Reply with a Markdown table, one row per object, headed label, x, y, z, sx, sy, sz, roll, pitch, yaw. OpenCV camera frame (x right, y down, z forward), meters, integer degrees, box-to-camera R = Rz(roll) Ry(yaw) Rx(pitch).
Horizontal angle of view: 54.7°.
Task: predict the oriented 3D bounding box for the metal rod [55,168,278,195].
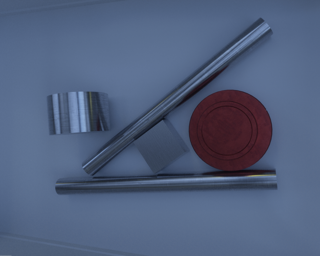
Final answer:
| label | x | y | z | sx | sy | sz | roll | pitch | yaw |
| --- | --- | --- | --- | --- | --- | --- | --- | --- | --- |
| metal rod | -0.006 | 0.073 | 0.410 | 0.301 | 0.025 | 0.025 | -6 | 88 | 19 |

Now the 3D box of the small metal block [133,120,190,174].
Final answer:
| label | x | y | z | sx | sy | sz | roll | pitch | yaw |
| --- | --- | --- | --- | --- | --- | --- | --- | --- | --- |
| small metal block | 0.002 | 0.024 | 0.407 | 0.050 | 0.025 | 0.050 | -37 | 79 | 16 |

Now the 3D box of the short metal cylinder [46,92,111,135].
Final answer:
| label | x | y | z | sx | sy | sz | roll | pitch | yaw |
| --- | --- | --- | --- | --- | --- | --- | --- | --- | --- |
| short metal cylinder | -0.109 | -0.018 | 0.417 | 0.080 | 0.080 | 0.050 | -5 | 89 | 19 |

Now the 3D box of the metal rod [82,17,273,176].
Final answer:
| label | x | y | z | sx | sy | sz | roll | pitch | yaw |
| --- | --- | --- | --- | --- | --- | --- | --- | --- | --- |
| metal rod | 0.012 | -0.031 | 0.404 | 0.300 | 0.025 | 0.025 | -38 | 78 | 15 |

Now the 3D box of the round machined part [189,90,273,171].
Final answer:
| label | x | y | z | sx | sy | sz | roll | pitch | yaw |
| --- | --- | --- | --- | --- | --- | --- | --- | --- | --- |
| round machined part | 0.082 | 0.003 | 0.369 | 0.098 | 0.042 | 0.097 | 0 | 90 | 19 |
